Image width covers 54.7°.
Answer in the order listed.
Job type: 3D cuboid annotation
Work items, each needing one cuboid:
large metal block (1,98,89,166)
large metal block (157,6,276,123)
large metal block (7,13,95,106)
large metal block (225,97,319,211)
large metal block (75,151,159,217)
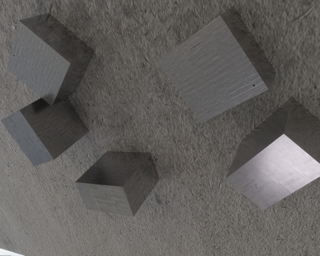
[{"bbox_3d":[-0.166,-0.003,0.457,0.050,0.080,0.080,-18,109,35],"label":"large metal block"},{"bbox_3d":[0.059,-0.064,0.320,0.080,0.050,0.080,-29,103,37],"label":"large metal block"},{"bbox_3d":[-0.146,-0.090,0.412,0.080,0.050,0.080,40,129,1],"label":"large metal block"},{"bbox_3d":[0.123,0.026,0.322,0.050,0.080,0.080,40,129,1],"label":"large metal block"},{"bbox_3d":[-0.059,0.077,0.450,0.080,0.080,0.050,-1,118,28],"label":"large metal block"}]
